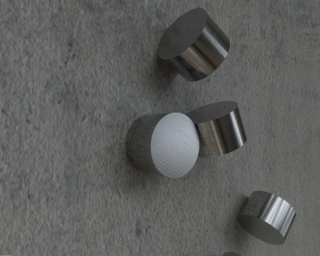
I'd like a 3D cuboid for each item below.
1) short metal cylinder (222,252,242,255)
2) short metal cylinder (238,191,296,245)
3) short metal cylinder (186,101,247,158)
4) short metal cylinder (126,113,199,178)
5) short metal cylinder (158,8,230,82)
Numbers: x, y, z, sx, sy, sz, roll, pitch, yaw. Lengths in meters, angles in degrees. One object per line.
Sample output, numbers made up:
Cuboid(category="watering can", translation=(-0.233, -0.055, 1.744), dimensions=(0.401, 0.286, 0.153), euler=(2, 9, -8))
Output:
Cuboid(category="short metal cylinder", translation=(0.113, 0.237, 0.467), dimensions=(0.050, 0.080, 0.080), euler=(-34, 111, -35))
Cuboid(category="short metal cylinder", translation=(0.180, 0.152, 0.524), dimensions=(0.050, 0.080, 0.080), euler=(-51, 120, -28))
Cuboid(category="short metal cylinder", translation=(0.076, 0.000, 0.435), dimensions=(0.081, 0.080, 0.050), euler=(-32, 110, -36))
Cuboid(category="short metal cylinder", translation=(0.004, 0.021, 0.394), dimensions=(0.081, 0.050, 0.079), euler=(0, 90, -40))
Cuboid(category="short metal cylinder", translation=(0.044, -0.108, 0.407), dimensions=(0.050, 0.080, 0.080), euler=(36, 68, -35))
